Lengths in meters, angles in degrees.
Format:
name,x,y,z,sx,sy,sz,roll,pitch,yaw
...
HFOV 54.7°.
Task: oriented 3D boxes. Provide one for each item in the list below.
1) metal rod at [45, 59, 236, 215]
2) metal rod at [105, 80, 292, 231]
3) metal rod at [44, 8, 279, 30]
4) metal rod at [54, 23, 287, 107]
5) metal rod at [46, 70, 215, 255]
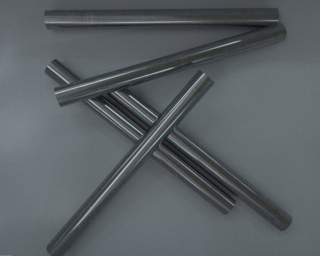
name,x,y,z,sx,sy,sz,roll,pitch,yaw
metal rod,-0.026,0.012,0.410,0.300,0.025,0.025,38,90,-1
metal rod,0.049,0.034,0.411,0.300,0.025,0.025,38,90,-1
metal rod,0.003,-0.145,0.410,0.302,0.025,0.025,-1,90,-1
metal rod,0.019,-0.082,0.395,0.302,0.025,0.025,-18,90,-7
metal rod,-0.041,0.050,0.390,0.025,0.025,0.299,41,97,-1
